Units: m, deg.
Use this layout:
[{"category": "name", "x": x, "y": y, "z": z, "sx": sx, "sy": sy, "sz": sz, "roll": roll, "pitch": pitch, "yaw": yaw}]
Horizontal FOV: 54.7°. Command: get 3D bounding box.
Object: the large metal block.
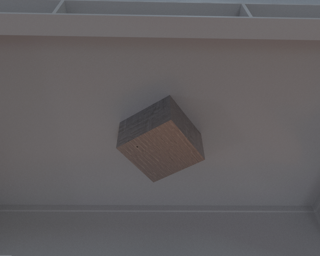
[{"category": "large metal block", "x": 0.002, "y": 0.016, "z": 0.407, "sx": 0.080, "sy": 0.050, "sz": 0.080, "roll": -27, "pitch": 125, "yaw": 21}]
